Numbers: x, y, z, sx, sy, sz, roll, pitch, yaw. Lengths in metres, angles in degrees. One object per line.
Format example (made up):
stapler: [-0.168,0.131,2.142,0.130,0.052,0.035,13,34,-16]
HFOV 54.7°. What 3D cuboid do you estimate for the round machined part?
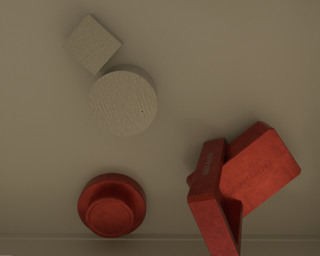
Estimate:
round machined part: [-0.069,0.118,0.445,0.099,0.042,0.097,0,110,-1]

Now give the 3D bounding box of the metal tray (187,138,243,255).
metal tray: [0.075,0.081,0.384,0.030,0.130,0.090,-15,110,23]

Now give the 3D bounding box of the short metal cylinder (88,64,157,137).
short metal cylinder: [-0.043,-0.036,0.384,0.081,0.050,0.079,0,110,-1]

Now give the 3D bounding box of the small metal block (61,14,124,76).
small metal block: [-0.080,-0.100,0.373,0.050,0.025,0.050,41,105,-14]

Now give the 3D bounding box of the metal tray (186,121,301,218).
metal tray: [0.113,0.064,0.417,0.130,0.030,0.090,-39,113,3]
